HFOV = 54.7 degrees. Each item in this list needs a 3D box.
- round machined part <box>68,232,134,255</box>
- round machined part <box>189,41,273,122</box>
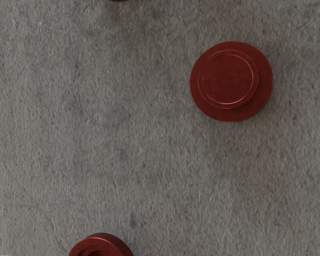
[{"bbox_3d":[-0.075,0.192,0.425,0.098,0.042,0.097,0,90,19],"label":"round machined part"},{"bbox_3d":[0.083,-0.055,0.370,0.098,0.042,0.097,0,90,19],"label":"round machined part"}]
